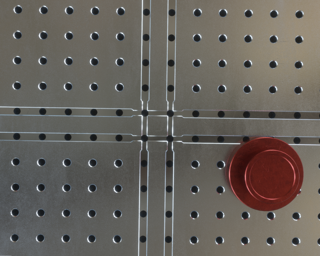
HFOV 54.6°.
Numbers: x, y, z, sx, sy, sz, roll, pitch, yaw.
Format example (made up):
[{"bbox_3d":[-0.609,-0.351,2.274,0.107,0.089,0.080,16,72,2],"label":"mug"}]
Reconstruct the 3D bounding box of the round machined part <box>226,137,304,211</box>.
[{"bbox_3d":[0.140,0.061,0.406,0.099,0.042,0.097,0,90,0],"label":"round machined part"}]
